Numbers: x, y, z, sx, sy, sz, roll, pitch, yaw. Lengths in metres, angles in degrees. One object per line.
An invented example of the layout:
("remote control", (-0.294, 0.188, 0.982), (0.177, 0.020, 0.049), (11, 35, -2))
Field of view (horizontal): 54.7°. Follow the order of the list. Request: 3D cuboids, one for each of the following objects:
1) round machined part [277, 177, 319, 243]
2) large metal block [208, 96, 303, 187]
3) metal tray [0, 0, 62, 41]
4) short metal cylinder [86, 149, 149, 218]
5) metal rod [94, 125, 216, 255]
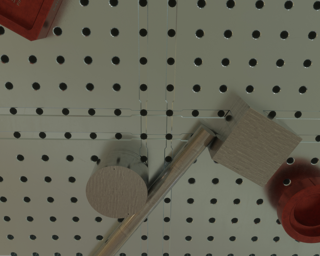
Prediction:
("round machined part", (0.218, 0.113, 0.448), (0.099, 0.042, 0.097), (0, 110, 0))
("large metal block", (0.120, 0.018, 0.408), (0.080, 0.050, 0.080), (29, 107, -11))
("metal tray", (-0.150, -0.176, 0.344), (0.090, 0.030, 0.129), (29, 107, -10))
("short metal cylinder", (-0.056, 0.076, 0.427), (0.081, 0.050, 0.079), (0, 110, 0))
("metal rod", (-0.023, 0.117, 0.456), (0.025, 0.025, 0.299), (34, 106, -12))
